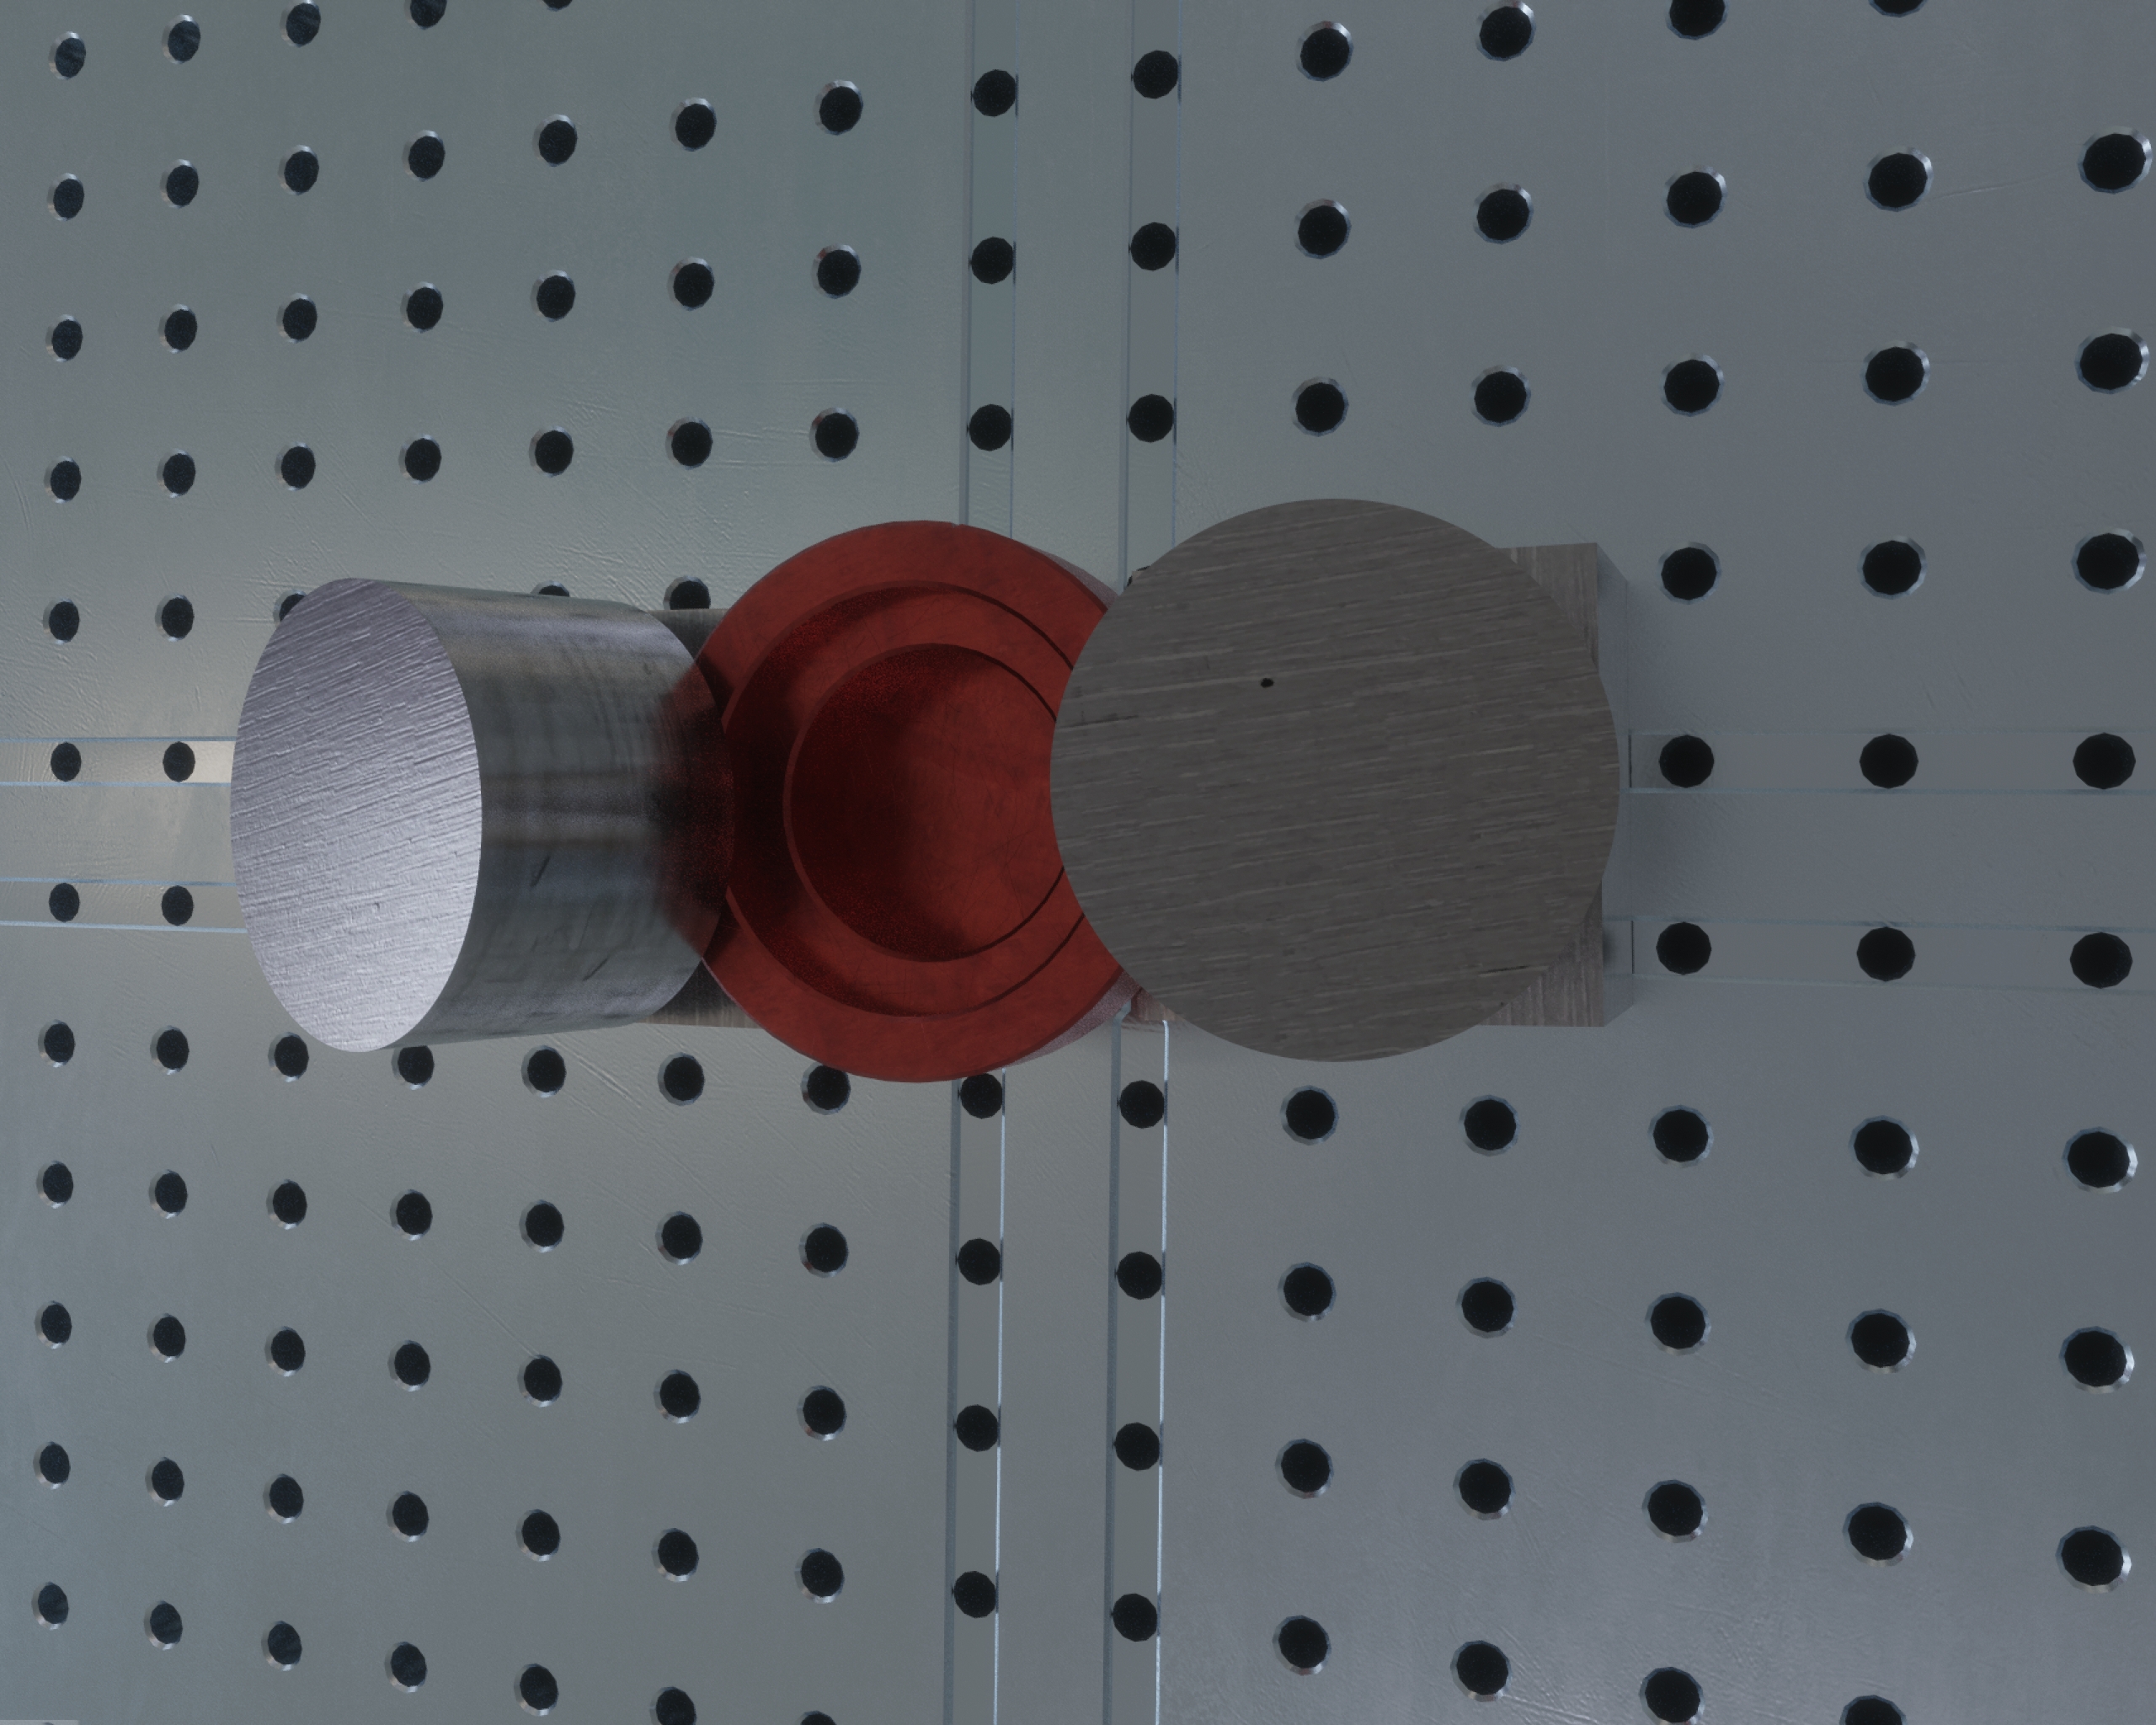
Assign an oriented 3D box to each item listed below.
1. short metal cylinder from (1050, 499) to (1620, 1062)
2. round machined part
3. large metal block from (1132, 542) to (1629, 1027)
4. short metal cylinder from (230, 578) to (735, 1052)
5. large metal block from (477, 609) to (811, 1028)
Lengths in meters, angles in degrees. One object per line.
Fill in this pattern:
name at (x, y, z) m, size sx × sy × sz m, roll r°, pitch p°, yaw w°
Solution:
short metal cylinder at (0.036, -0.012, 0.319) m, size 0.081 × 0.050 × 0.080 m, roll 0°, pitch 90°, yaw 0°
round machined part at (-0.023, -0.011, 0.380) m, size 0.098 × 0.042 × 0.097 m, roll 0°, pitch 90°, yaw 20°
large metal block at (0.057, -0.012, 0.379) m, size 0.080 × 0.050 × 0.080 m, roll -1°, pitch 90°, yaw 20°
short metal cylinder at (-0.106, -0.008, 0.370) m, size 0.080 × 0.050 × 0.079 m, roll 1°, pitch 92°, yaw 41°
large metal block at (-0.085, -0.009, 0.429) m, size 0.080 × 0.050 × 0.080 m, roll 1°, pitch 90°, yaw 20°
